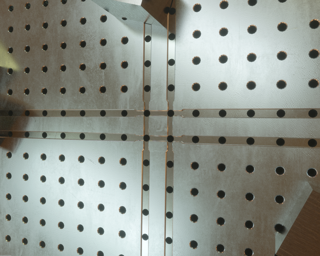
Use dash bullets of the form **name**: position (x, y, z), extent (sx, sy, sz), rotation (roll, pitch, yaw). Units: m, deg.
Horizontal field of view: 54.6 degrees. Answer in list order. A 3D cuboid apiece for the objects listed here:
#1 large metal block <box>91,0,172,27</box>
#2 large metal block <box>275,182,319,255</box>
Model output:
- **large metal block**: position (-0.037, -0.174, 0.397), extent (0.080, 0.080, 0.050), rotation (18, 96, 19)
- **large metal block**: position (0.182, 0.117, 0.335), extent (0.080, 0.050, 0.080), rotation (28, 99, 18)
